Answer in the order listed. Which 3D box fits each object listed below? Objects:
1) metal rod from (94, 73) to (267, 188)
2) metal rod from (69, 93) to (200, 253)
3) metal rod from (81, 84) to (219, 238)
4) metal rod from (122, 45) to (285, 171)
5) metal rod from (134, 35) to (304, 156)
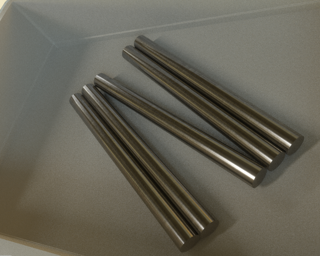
[{"bbox_3d":[0.003,-0.013,0.411,0.300,0.025,0.025,33,80,38],"label":"metal rod"},{"bbox_3d":[-0.052,0.036,0.410,0.025,0.025,0.300,-44,51,-2],"label":"metal rod"},{"bbox_3d":[-0.032,0.021,0.409,0.025,0.025,0.300,-44,51,-2],"label":"metal rod"},{"bbox_3d":[0.035,-0.044,0.413,0.025,0.025,0.300,-45,51,-3],"label":"metal rod"},{"bbox_3d":[0.054,-0.061,0.413,0.025,0.025,0.300,-45,51,-3],"label":"metal rod"}]
